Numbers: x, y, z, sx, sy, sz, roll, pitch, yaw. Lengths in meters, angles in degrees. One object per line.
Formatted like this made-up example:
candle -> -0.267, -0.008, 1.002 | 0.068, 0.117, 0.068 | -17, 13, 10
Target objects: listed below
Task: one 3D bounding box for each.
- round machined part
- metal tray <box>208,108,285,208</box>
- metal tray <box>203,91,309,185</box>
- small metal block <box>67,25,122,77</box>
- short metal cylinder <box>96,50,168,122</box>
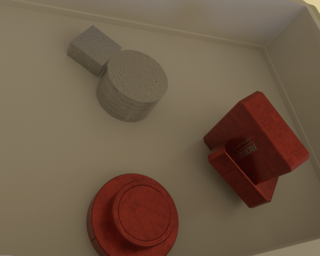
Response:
round machined part -> -0.023, 0.094, 0.326 | 0.099, 0.042, 0.098 | 14, 56, -21
metal tray -> 0.127, 0.035, 0.432 | 0.090, 0.030, 0.131 | 49, 42, -3
metal tray -> 0.109, 0.022, 0.383 | 0.030, 0.129, 0.090 | -30, 78, -20
small metal block -> -0.089, -0.105, 0.423 | 0.050, 0.025, 0.050 | 37, 51, -4
short metal cylinder -> -0.037, -0.054, 0.404 | 0.081, 0.050, 0.080 | 14, 56, -21
